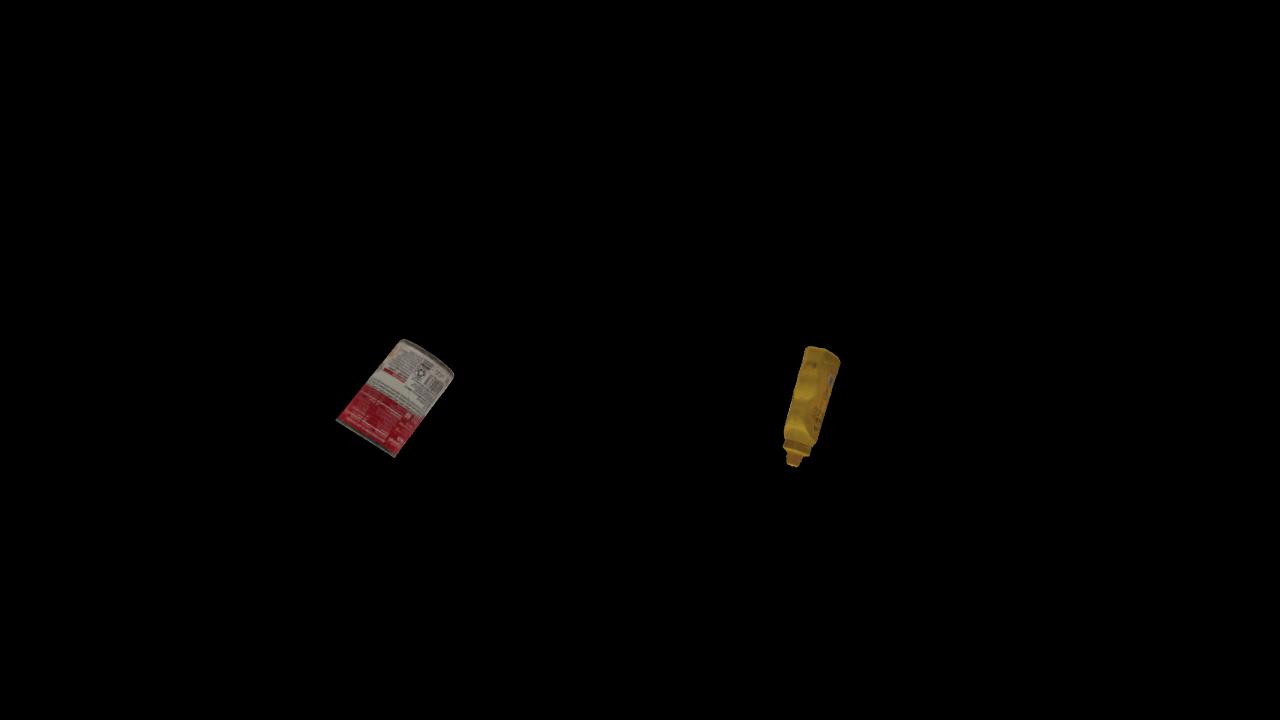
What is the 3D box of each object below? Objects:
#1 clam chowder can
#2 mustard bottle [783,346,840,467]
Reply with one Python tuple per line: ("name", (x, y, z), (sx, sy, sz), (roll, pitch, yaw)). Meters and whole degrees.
("clam chowder can", (-0.245, 0.038, 0.622), (0.068, 0.102, 0.068), (29, -19, 11))
("mustard bottle", (0.261, 0.077, 0.956), (0.054, 0.184, 0.092), (14, -10, 27))
